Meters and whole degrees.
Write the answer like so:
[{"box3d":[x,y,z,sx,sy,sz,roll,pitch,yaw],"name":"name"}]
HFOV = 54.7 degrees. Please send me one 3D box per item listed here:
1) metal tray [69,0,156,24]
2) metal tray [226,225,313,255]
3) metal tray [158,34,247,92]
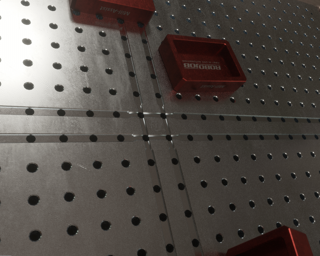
[{"box3d":[-0.079,-0.221,0.498,0.131,0.030,0.090,0,62,-28],"name":"metal tray"},{"box3d":[0.118,0.176,0.308,0.030,0.090,0.130,26,41,-27],"name":"metal tray"},{"box3d":[0.071,-0.105,0.509,0.131,0.030,0.090,-5,64,-31],"name":"metal tray"}]
